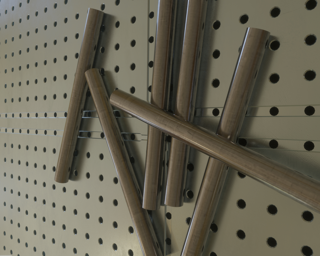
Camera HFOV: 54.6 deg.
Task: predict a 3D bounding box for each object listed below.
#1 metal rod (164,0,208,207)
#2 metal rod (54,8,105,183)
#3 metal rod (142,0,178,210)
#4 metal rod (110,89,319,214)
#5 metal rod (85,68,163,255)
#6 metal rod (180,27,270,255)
[{"bbox_3d":[0.034,-0.051,0.382,0.025,0.025,0.298,11,97,39],"label":"metal rod"},{"bbox_3d":[-0.139,-0.047,0.525,0.025,0.025,0.298,25,106,37],"label":"metal rod"},{"bbox_3d":[0.000,-0.041,0.410,0.025,0.025,0.298,8,95,40],"label":"metal rod"},{"bbox_3d":[0.049,0.014,0.335,0.300,0.025,0.025,27,107,36],"label":"metal rod"},{"bbox_3d":[-0.058,0.044,0.458,0.025,0.025,0.299,-33,70,35],"label":"metal rod"},{"bbox_3d":[0.067,0.040,0.354,0.025,0.025,0.298,23,105,38],"label":"metal rod"}]
